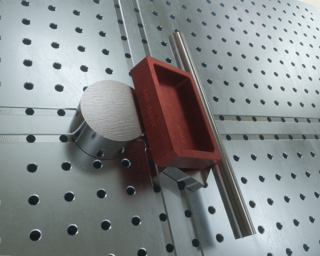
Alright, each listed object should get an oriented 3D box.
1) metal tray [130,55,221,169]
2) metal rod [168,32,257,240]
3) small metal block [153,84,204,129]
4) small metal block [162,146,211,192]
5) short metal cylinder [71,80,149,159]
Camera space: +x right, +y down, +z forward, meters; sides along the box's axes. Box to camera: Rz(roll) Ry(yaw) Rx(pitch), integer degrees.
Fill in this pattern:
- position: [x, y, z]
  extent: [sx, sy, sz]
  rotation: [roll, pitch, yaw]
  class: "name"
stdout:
- position: [0.019, -0.017, 0.376]
  extent: [0.091, 0.030, 0.130]
  rotation: [11, 55, -46]
  class: "metal tray"
- position: [0.061, -0.007, 0.415]
  extent: [0.025, 0.025, 0.299]
  rotation: [-1, 62, -29]
  class: "metal rod"
- position: [0.027, -0.031, 0.444]
  extent: [0.050, 0.025, 0.050]
  rotation: [-16, 70, -35]
  class: "small metal block"
- position: [0.038, 0.046, 0.401]
  extent: [0.050, 0.025, 0.050]
  rotation: [34, 51, -7]
  class: "small metal block"
- position: [-0.059, -0.009, 0.366]
  extent: [0.081, 0.050, 0.080]
  rotation: [14, 56, -21]
  class: "short metal cylinder"
